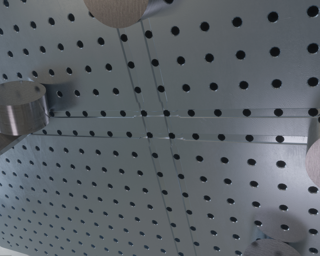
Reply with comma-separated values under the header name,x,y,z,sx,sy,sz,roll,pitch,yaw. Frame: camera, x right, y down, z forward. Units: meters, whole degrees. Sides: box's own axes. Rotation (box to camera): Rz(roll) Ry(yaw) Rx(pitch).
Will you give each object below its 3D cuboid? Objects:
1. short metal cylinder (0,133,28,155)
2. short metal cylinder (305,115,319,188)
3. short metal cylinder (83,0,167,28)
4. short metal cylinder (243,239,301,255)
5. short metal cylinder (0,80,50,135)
name,x,y,z,sx,sy,sz,roll,pitch,yaw
short metal cylinder,-0.265,0.009,0.521,0.080,0.080,0.050,-32,101,38
short metal cylinder,0.191,0.024,0.309,0.080,0.050,0.079,13,124,21
short metal cylinder,-0.036,-0.150,0.321,0.080,0.050,0.079,13,124,21
short metal cylinder,0.152,0.199,0.419,0.080,0.080,0.050,11,123,22
short metal cylinder,-0.212,-0.032,0.468,0.080,0.080,0.050,17,125,18
